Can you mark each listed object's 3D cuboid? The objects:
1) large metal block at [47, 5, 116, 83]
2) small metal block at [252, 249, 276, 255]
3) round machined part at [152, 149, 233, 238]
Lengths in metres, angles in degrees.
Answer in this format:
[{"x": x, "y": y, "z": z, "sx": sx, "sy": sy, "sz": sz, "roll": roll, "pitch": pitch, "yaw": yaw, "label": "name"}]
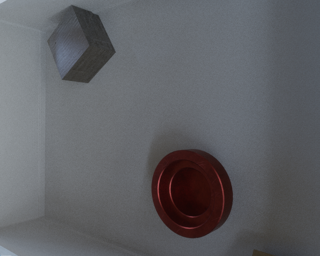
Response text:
[{"x": -0.127, "y": -0.130, "z": 0.492, "sx": 0.080, "sy": 0.050, "sz": 0.080, "roll": -39, "pitch": 67, "yaw": 33, "label": "large metal block"}, {"x": 0.112, "y": 0.152, "z": 0.298, "sx": 0.050, "sy": 0.025, "sz": 0.050, "roll": 4, "pitch": 59, "yaw": 39, "label": "small metal block"}, {"x": 0.041, "y": 0.073, "z": 0.361, "sx": 0.098, "sy": 0.042, "sz": 0.097, "roll": 0, "pitch": 90, "yaw": 39, "label": "round machined part"}]
